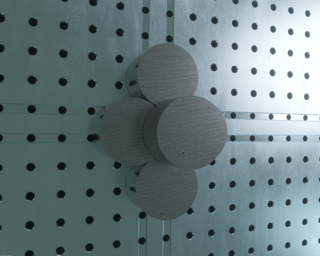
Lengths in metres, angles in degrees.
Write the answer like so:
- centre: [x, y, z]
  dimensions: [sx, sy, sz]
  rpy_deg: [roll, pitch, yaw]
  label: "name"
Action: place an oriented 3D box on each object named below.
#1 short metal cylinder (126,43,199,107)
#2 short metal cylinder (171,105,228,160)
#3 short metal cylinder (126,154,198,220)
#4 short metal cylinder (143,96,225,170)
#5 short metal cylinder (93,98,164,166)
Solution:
- centre: [0.002, -0.064, 0.400]
  dimensions: [0.081, 0.050, 0.079]
  rpy_deg: [0, 90, -21]
  label: "short metal cylinder"
- centre: [0.042, 0.005, 0.414]
  dimensions: [0.081, 0.050, 0.079]
  rpy_deg: [0, 90, -20]
  label: "short metal cylinder"
- centre: [0.001, 0.072, 0.399]
  dimensions: [0.081, 0.050, 0.080]
  rpy_deg: [1, 88, -20]
  label: "short metal cylinder"
- centre: [0.026, 0.005, 0.355]
  dimensions: [0.081, 0.050, 0.079]
  rpy_deg: [0, 90, -20]
  label: "short metal cylinder"
- centre: [-0.039, 0.004, 0.385]
  dimensions: [0.081, 0.050, 0.079]
  rpy_deg: [0, 90, -20]
  label: "short metal cylinder"
